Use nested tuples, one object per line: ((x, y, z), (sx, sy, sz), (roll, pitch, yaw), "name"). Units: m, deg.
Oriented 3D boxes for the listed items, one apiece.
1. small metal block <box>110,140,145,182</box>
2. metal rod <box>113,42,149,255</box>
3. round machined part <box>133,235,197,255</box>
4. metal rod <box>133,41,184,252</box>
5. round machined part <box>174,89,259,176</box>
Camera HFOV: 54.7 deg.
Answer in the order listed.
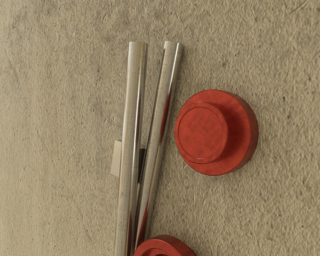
((-0.041, 0.046, 0.439), (0.050, 0.025, 0.050), (16, 100, 39), "small metal block")
((-0.039, 0.041, 0.404), (0.025, 0.025, 0.298), (7, 94, 40), "metal rod")
((0.014, 0.181, 0.383), (0.098, 0.042, 0.097), (0, 90, 40), "round machined part")
((-0.009, 0.038, 0.412), (0.025, 0.025, 0.298), (17, 101, 38), "metal rod")
((0.055, 0.005, 0.348), (0.098, 0.042, 0.097), (0, 90, 40), "round machined part")
